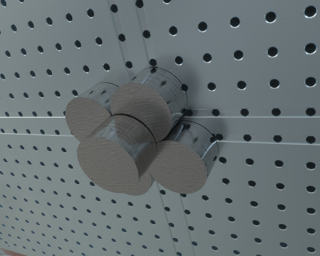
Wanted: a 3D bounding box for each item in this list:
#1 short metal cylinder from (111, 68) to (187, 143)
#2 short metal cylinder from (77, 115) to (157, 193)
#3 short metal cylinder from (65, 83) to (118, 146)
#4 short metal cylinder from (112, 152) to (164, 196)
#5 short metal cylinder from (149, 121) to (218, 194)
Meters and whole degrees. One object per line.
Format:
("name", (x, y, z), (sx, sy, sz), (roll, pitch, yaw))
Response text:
("short metal cylinder", (-0.013, -0.028, 0.382), (0.080, 0.050, 0.079), (13, 124, 20))
("short metal cylinder", (-0.051, 0.031, 0.372), (0.080, 0.050, 0.079), (13, 125, 19))
("short metal cylinder", (-0.081, -0.016, 0.425), (0.080, 0.050, 0.079), (13, 124, 20))
("short metal cylinder", (-0.038, 0.049, 0.443), (0.080, 0.050, 0.079), (13, 124, 20))
("short metal cylinder", (0.030, 0.038, 0.401), (0.080, 0.050, 0.079), (13, 124, 20))
